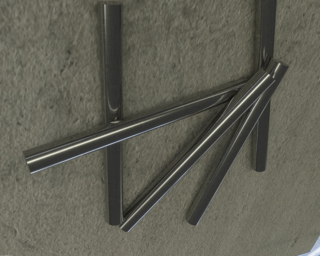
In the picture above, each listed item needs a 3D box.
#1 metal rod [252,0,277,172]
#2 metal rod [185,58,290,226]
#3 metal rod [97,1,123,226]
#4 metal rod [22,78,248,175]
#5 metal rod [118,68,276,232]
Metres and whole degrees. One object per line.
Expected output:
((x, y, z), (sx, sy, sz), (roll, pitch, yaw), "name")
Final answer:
((0.153, -0.050, 0.461), (0.025, 0.025, 0.298), (-22, 127, -15), "metal rod")
((0.107, 0.037, 0.473), (0.025, 0.025, 0.298), (5, 121, -31), "metal rod")
((-0.058, 0.005, 0.379), (0.025, 0.025, 0.298), (-11, 123, -23), "metal rod")
((-0.004, -0.012, 0.372), (0.302, 0.025, 0.025), (-20, 127, -27), "metal rod")
((0.042, 0.040, 0.433), (0.025, 0.025, 0.299), (30, 109, -38), "metal rod")
